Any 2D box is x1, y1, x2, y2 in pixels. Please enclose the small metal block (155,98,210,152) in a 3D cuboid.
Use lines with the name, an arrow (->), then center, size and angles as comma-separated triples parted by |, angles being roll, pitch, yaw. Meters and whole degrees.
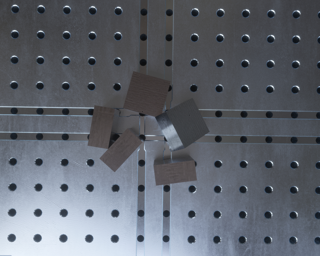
small metal block -> 0.030, -0.005, 0.400 | 0.050, 0.025, 0.050 | -30, 95, -37

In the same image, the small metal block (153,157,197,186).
small metal block -> 0.018, 0.054, 0.401 | 0.050, 0.050, 0.025 | -7, 90, 0

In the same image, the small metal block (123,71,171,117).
small metal block -> -0.017, -0.043, 0.413 | 0.050, 0.025, 0.050 | 15, 90, -1

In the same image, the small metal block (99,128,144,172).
small metal block -> -0.047, 0.027, 0.400 | 0.025, 0.050, 0.050 | 43, 90, -1

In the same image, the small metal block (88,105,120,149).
small metal block -> -0.071, -0.001, 0.400 | 0.025, 0.050, 0.050 | 10, 90, 0
